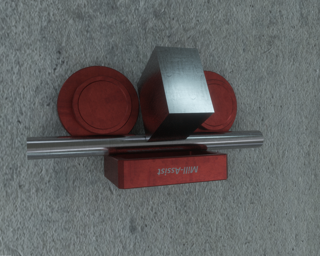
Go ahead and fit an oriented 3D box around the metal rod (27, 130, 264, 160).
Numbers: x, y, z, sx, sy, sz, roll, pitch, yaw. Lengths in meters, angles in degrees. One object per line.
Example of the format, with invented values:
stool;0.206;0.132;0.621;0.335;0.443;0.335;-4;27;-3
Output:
metal rod;-0.002;0.019;0.389;0.303;0.025;0.025;-1;91;-21

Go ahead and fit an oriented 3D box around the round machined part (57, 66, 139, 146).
round machined part;-0.072;-0.027;0.373;0.099;0.042;0.097;0;90;-21

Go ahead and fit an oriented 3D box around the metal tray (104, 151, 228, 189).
metal tray;0.004;0.046;0.378;0.131;0.090;0.030;-1;91;-20

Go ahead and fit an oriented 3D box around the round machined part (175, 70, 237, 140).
round machined part;0.065;-0.031;0.425;0.099;0.042;0.097;0;90;-21

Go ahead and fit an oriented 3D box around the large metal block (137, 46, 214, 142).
large metal block;0.013;-0.036;0.358;0.050;0.080;0.080;-2;67;-21
